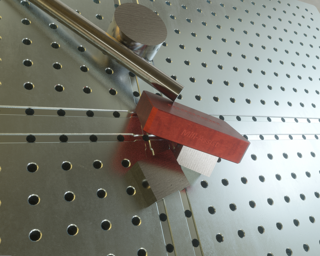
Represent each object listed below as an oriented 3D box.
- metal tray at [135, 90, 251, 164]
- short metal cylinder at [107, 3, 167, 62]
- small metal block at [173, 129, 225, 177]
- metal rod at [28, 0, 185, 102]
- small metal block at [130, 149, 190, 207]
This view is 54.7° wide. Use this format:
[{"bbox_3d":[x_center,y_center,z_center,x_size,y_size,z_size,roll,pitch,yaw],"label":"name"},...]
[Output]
[{"bbox_3d":[0.038,-0.003,0.396,0.131,0.030,0.090,19,15,-17],"label":"metal tray"},{"bbox_3d":[-0.037,-0.136,0.457,0.081,0.050,0.080,14,56,-21],"label":"short metal cylinder"},{"bbox_3d":[0.049,0.029,0.402,0.050,0.025,0.050,25,91,-14],"label":"small metal block"},{"bbox_3d":[-0.097,-0.131,0.421,0.301,0.025,0.025,35,51,1],"label":"metal rod"},{"bbox_3d":[0.000,0.059,0.373,0.050,0.025,0.050,-18,71,-35],"label":"small metal block"}]
